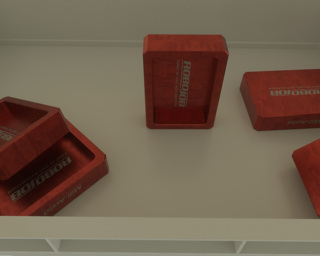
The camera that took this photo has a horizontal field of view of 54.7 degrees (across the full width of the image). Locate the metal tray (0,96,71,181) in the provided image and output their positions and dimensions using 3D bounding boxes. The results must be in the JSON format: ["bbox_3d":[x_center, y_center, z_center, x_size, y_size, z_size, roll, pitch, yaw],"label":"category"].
[{"bbox_3d":[-0.180,0.005,0.361,0.130,0.030,0.090,12,43,38],"label":"metal tray"}]

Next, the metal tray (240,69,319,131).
[{"bbox_3d":[0.190,-0.042,0.440,0.131,0.030,0.090,-3,50,-3],"label":"metal tray"}]

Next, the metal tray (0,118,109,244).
[{"bbox_3d":[-0.137,0.053,0.354,0.090,0.030,0.131,37,59,26],"label":"metal tray"}]

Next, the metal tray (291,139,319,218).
[{"bbox_3d":[0.215,0.036,0.317,0.130,0.030,0.090,-33,36,26],"label":"metal tray"}]

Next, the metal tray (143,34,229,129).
[{"bbox_3d":[0.027,-0.051,0.380,0.091,0.129,0.030,0,50,0],"label":"metal tray"}]
